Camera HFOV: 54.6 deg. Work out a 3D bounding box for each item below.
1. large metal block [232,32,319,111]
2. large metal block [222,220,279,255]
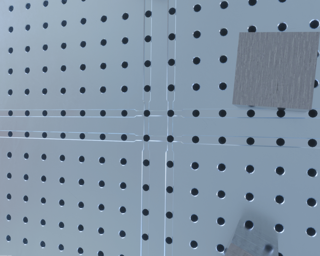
[{"bbox_3d":[0.130,-0.062,0.353,0.080,0.050,0.080,6,92,20],"label":"large metal block"},{"bbox_3d":[0.092,0.163,0.351,0.050,0.080,0.080,26,99,18],"label":"large metal block"}]
